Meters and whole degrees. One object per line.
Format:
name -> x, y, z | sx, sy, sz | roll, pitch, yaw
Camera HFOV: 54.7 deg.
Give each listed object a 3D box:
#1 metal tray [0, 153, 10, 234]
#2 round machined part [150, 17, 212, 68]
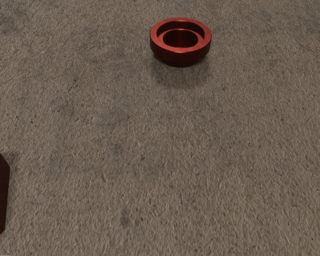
metal tray -> -0.236, 0.079, 0.329 | 0.131, 0.030, 0.090 | -10, 51, -9
round machined part -> 0.033, -0.137, 0.507 | 0.099, 0.042, 0.098 | 0, 50, 0
